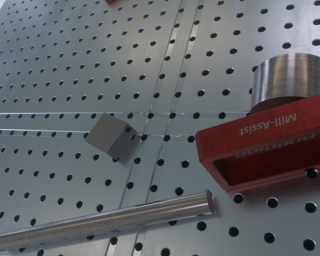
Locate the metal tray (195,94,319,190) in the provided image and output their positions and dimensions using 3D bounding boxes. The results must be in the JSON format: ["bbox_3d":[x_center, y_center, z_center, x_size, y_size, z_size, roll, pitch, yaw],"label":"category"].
[{"bbox_3d":[0.110,0.018,0.297,0.130,0.090,0.030,-18,55,18],"label":"metal tray"}]

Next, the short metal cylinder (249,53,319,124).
[{"bbox_3d":[0.137,-0.032,0.321,0.080,0.080,0.050,0,62,28],"label":"short metal cylinder"}]

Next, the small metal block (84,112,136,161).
[{"bbox_3d":[-0.071,0.011,0.438,0.050,0.025,0.050,23,74,36],"label":"small metal block"}]

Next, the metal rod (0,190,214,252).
[{"bbox_3d":[-0.083,0.118,0.379,0.301,0.025,0.025,-16,55,19],"label":"metal rod"}]
